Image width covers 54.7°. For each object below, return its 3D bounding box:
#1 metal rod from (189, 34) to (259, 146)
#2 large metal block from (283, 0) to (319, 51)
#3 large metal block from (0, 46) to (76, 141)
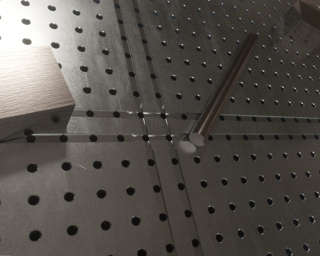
[{"bbox_3d":[0.118,-0.080,0.522,0.025,0.025,0.301,38,51,-4],"label":"metal rod"},{"bbox_3d":[0.342,-0.241,0.728,0.080,0.050,0.080,23,53,-15],"label":"large metal block"},{"bbox_3d":[-0.149,-0.039,0.336,0.081,0.050,0.080,-16,70,-35],"label":"large metal block"}]
